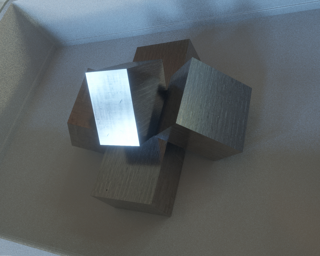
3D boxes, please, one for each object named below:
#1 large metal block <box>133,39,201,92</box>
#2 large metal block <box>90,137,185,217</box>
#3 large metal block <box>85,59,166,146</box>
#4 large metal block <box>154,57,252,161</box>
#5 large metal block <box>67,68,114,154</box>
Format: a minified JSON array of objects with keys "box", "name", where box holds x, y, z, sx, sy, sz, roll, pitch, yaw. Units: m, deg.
[{"box":[0.006,-0.069,0.424,0.080,0.050,0.080,-1,61,27],"name":"large metal block"},{"box":[-0.024,0.054,0.368,0.080,0.050,0.080,1,62,28],"name":"large metal block"},{"box":[-0.032,-0.032,0.354,0.050,0.079,0.080,0,18,27],"name":"large metal block"},{"box":[0.049,-0.018,0.345,0.050,0.080,0.080,-33,38,60],"name":"large metal block"},{"box":[-0.083,-0.019,0.415,0.050,0.080,0.080,15,65,-5],"name":"large metal block"}]
